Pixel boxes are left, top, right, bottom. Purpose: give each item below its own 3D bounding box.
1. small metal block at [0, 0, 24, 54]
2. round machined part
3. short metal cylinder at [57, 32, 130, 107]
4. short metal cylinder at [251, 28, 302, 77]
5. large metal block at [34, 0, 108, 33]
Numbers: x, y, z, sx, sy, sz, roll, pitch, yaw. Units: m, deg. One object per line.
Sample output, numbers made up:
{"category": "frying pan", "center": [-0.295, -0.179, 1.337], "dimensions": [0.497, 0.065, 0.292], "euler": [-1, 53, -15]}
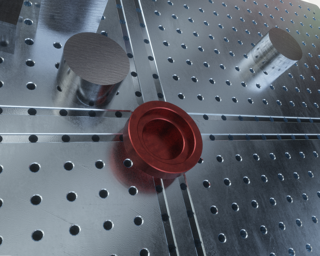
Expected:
{"category": "small metal block", "center": [-0.182, -0.126, 0.371], "dimensions": [0.025, 0.050, 0.050], "euler": [12, 57, -22]}
{"category": "round machined part", "center": [0.000, 0.018, 0.386], "dimensions": [0.099, 0.042, 0.098], "euler": [14, 56, -21]}
{"category": "short metal cylinder", "center": [-0.085, -0.073, 0.391], "dimensions": [0.081, 0.050, 0.080], "euler": [14, 56, -21]}
{"category": "short metal cylinder", "center": [0.227, -0.147, 0.604], "dimensions": [0.081, 0.050, 0.080], "euler": [13, 56, -21]}
{"category": "large metal block", "center": [-0.120, -0.176, 0.415], "dimensions": [0.081, 0.080, 0.050], "euler": [-3, 63, -29]}
